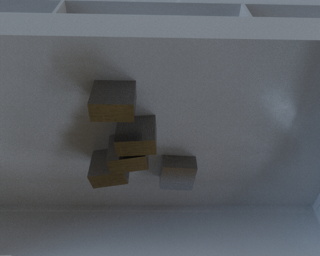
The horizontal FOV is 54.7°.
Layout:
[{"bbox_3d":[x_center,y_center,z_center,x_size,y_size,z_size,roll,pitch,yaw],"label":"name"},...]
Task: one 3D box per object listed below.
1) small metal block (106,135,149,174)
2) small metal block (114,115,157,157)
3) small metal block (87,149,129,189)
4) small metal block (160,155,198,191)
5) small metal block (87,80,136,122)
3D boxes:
[{"bbox_3d":[-0.043,0.033,0.419,0.050,0.050,0.025,-8,129,3],"label":"small metal block"},{"bbox_3d":[-0.030,0.009,0.400,0.050,0.050,0.025,-3,130,2],"label":"small metal block"},{"bbox_3d":[-0.071,0.055,0.439,0.050,0.050,0.025,-9,130,7],"label":"small metal block"},{"bbox_3d":[0.027,0.068,0.468,0.050,0.025,0.050,4,130,-4],"label":"small metal block"},{"bbox_3d":[-0.054,-0.032,0.364,0.050,0.050,0.025,1,130,-1],"label":"small metal block"}]
